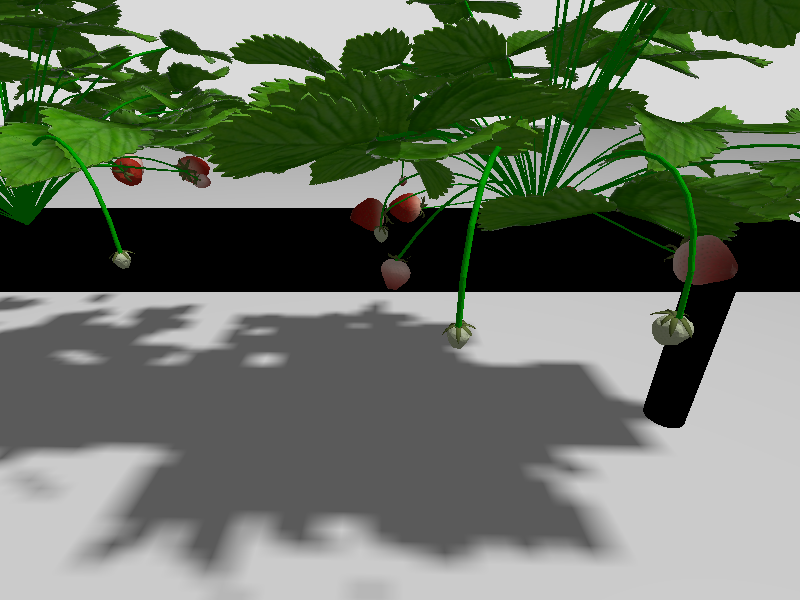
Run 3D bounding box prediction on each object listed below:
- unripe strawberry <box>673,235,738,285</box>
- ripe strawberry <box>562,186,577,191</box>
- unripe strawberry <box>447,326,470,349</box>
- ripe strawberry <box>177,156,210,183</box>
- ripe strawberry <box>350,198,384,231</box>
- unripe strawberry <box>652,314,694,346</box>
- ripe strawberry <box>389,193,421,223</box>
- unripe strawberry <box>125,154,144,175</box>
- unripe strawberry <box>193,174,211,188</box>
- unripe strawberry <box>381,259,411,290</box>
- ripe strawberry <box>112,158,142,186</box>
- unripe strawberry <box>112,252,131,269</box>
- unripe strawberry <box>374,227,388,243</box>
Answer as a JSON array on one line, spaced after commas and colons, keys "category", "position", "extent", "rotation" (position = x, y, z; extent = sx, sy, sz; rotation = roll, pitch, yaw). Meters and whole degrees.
[{"category": "unripe strawberry", "position": [0.174, -0.021, 0.227], "extent": [0.027, 0.029, 0.030], "rotation": [-10, 27, -20]}, {"category": "ripe strawberry", "position": [0.163, -0.101, 0.395], "extent": [0.029, 0.025, 0.029], "rotation": [20, 31, 36]}, {"category": "unripe strawberry", "position": [0.022, 0.014, 0.153], "extent": [0.009, 0.010, 0.010], "rotation": [11, 27, 22]}, {"category": "ripe strawberry", "position": [-0.284, -0.182, 0.556], "extent": [0.039, 0.035, 0.036], "rotation": [5, 25, 10]}, {"category": "ripe strawberry", "position": [-0.027, -0.071, 0.334], "extent": [0.029, 0.028, 0.026], "rotation": [-4, 26, -5]}, {"category": "unripe strawberry", "position": [0.110, 0.013, 0.162], "extent": [0.014, 0.013, 0.013], "rotation": [1, 25, 2]}, {"category": "ripe strawberry", "position": [0.005, -0.083, 0.357], "extent": [0.028, 0.024, 0.028], "rotation": [1, 25, 4]}, {"category": "unripe strawberry", "position": [-0.409, -0.205, 0.609], "extent": [0.034, 0.036, 0.037], "rotation": [-7, 25, -14]}, {"category": "unripe strawberry", "position": [-0.253, -0.152, 0.514], "extent": [0.020, 0.018, 0.018], "rotation": [10, 2, 21]}, {"category": "unripe strawberry", "position": [-0.003, -0.014, 0.226], "extent": [0.017, 0.017, 0.015], "rotation": [21, 11, 37]}, {"category": "ripe strawberry", "position": [-0.371, -0.176, 0.548], "extent": [0.035, 0.037, 0.037], "rotation": [-4, 22, -9]}, {"category": "unripe strawberry", "position": [-0.156, -0.022, 0.225], "extent": [0.010, 0.010, 0.009], "rotation": [18, 31, 34]}, {"category": "unripe strawberry", "position": [-0.014, -0.048, 0.292], "extent": [0.010, 0.011, 0.011], "rotation": [-12, 28, -23]}]
